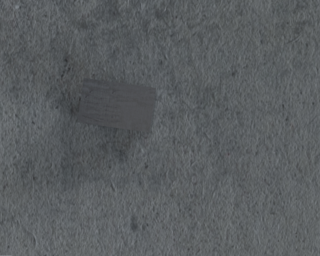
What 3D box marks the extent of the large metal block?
[{"bbox_3d":[-0.048,-0.025,0.382,0.080,0.080,0.050,8,90,0],"label":"large metal block"}]
